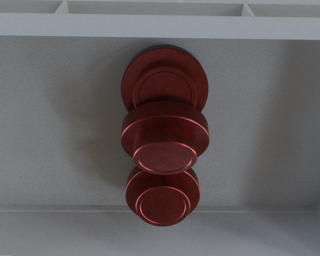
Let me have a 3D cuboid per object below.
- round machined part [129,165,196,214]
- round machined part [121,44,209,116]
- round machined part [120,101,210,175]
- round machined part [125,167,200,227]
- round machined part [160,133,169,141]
[{"bbox_3d":[0.004,0.096,0.460,0.099,0.042,0.098,0,145,0],"label":"round machined part"},{"bbox_3d":[0.005,-0.041,0.347,0.099,0.042,0.097,0,114,-1],"label":"round machined part"},{"bbox_3d":[0.005,0.018,0.344,0.099,0.042,0.097,0,143,0],"label":"round machined part"},{"bbox_3d":[0.004,0.090,0.405,0.099,0.042,0.097,0,119,0],"label":"round machined part"},{"bbox_3d":[0.002,0.018,0.411,0.099,0.042,0.097,0,129,0],"label":"round machined part"}]
